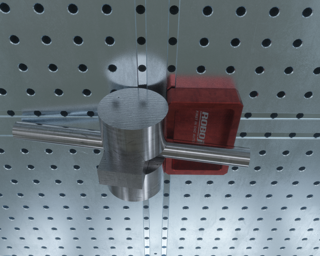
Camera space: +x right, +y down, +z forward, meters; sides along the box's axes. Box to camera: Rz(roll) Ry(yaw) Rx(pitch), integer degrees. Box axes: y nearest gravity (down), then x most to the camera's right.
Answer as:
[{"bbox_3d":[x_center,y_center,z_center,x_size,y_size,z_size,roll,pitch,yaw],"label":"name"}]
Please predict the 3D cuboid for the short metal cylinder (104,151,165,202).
[{"bbox_3d":[-0.034,0.052,0.418,0.081,0.080,0.050,1,130,-1],"label":"short metal cylinder"}]

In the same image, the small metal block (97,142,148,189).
[{"bbox_3d":[-0.042,0.043,0.368,0.050,0.050,0.025,6,130,6],"label":"small metal block"}]

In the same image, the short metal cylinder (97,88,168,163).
[{"bbox_3d":[-0.031,-0.005,0.369,0.081,0.080,0.050,1,130,-1],"label":"short metal cylinder"}]

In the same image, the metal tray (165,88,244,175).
[{"bbox_3d":[0.053,0.009,0.417,0.091,0.030,0.129,1,130,-1],"label":"metal tray"}]

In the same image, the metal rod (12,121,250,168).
[{"bbox_3d":[-0.040,0.020,0.397,0.302,0.025,0.025,7,131,6],"label":"metal rod"}]
